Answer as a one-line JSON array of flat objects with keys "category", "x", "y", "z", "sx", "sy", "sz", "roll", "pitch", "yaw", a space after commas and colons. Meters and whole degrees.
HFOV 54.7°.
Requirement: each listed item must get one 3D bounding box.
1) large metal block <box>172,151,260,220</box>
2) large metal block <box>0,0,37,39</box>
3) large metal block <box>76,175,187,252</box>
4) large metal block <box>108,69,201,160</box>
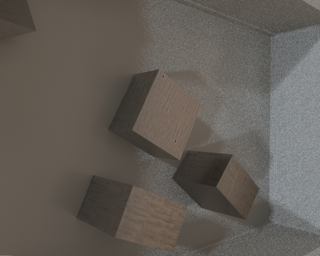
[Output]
[{"category": "large metal block", "x": 0.079, "y": 0.078, "z": 0.437, "sx": 0.080, "sy": 0.080, "sz": 0.050, "roll": 48, "pitch": 61, "yaw": -29}, {"category": "large metal block", "x": -0.146, "y": -0.114, "z": 0.239, "sx": 0.050, "sy": 0.080, "sz": 0.080, "roll": -14, "pitch": 102, "yaw": -1}, {"category": "large metal block", "x": -0.031, "y": 0.094, "z": 0.345, "sx": 0.080, "sy": 0.080, "sz": 0.050, "roll": 31, "pitch": 71, "yaw": -36}, {"category": "large metal block", "x": -0.004, "y": -0.014, "z": 0.387, "sx": 0.080, "sy": 0.050, "sz": 0.080, "roll": 35, "pitch": 69, "yaw": -35}]
